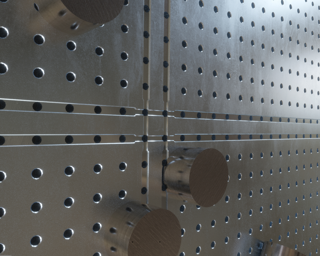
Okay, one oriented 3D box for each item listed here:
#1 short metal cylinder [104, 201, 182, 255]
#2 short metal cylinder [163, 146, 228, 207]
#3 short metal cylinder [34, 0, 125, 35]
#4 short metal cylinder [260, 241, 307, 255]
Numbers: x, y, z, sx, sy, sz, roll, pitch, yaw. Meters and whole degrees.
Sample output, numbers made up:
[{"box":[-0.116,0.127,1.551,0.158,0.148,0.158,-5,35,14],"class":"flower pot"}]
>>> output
[{"box":[-0.020,0.134,0.378,0.081,0.050,0.079,0,90,-40],"class":"short metal cylinder"},{"box":[0.052,0.067,0.439,0.081,0.050,0.079,0,90,-40],"class":"short metal cylinder"},{"box":[-0.084,-0.143,0.323,0.081,0.050,0.079,0,90,-40],"class":"short metal cylinder"},{"box":[0.224,0.247,0.566,0.080,0.080,0.050,38,67,-34],"class":"short metal cylinder"}]
